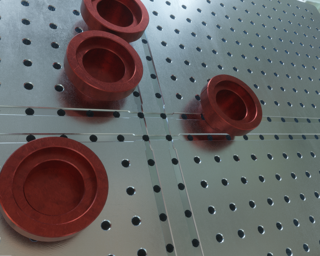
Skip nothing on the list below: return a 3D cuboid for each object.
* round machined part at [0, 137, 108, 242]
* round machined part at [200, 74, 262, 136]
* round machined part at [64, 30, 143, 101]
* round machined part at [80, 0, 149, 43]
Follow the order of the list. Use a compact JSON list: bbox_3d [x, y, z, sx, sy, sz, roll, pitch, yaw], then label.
[{"bbox_3d":[-0.104,0.061,0.305,0.099,0.042,0.098,14,56,-21],"label":"round machined part"},{"bbox_3d":[0.103,-0.030,0.474,0.099,0.042,0.098,14,56,-21],"label":"round machined part"},{"bbox_3d":[-0.075,-0.076,0.404,0.099,0.042,0.098,14,56,-21],"label":"round machined part"},{"bbox_3d":[-0.069,-0.164,0.461,0.099,0.042,0.098,14,56,-21],"label":"round machined part"}]
